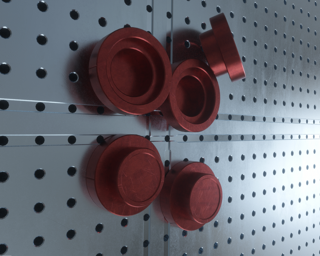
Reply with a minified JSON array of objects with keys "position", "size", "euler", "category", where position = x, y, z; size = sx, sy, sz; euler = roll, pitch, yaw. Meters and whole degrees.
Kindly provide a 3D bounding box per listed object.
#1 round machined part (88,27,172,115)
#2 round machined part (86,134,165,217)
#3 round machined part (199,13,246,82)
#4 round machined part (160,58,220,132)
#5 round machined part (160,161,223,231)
[{"position":[-0.037,-0.063,0.363],"size":[0.099,0.042,0.097],"euler":[1,89,-36],"category":"round machined part"},{"position":[-0.033,0.056,0.369],"size":[0.099,0.042,0.097],"euler":[0,90,-40],"category":"round machined part"},{"position":[0.088,-0.112,0.449],"size":[0.098,0.042,0.098],"euler":[-20,90,-74],"category":"round machined part"},{"position":[0.035,-0.043,0.426],"size":[0.099,0.042,0.097],"euler":[0,90,-40],"category":"round machined part"},{"position":[0.051,0.097,0.440],"size":[0.099,0.042,0.097],"euler":[0,90,-40],"category":"round machined part"}]
